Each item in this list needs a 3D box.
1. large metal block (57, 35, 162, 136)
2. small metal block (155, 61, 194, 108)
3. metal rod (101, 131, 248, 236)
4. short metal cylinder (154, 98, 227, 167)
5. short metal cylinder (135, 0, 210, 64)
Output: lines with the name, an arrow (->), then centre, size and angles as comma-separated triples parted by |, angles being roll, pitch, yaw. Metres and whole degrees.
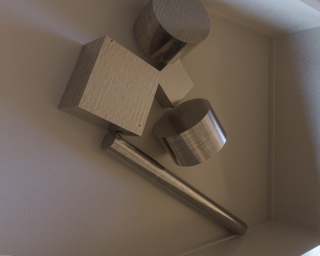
large metal block -> -0.054, -0.043, 0.347 | 0.080, 0.050, 0.080 | 28, 73, -37
small metal block -> 0.013, -0.062, 0.419 | 0.050, 0.025, 0.050 | -49, 119, -29
metal rod -> 0.039, 0.092, 0.441 | 0.301, 0.025, 0.025 | 38, 67, -34
short metal cylinder -> 0.040, 0.005, 0.406 | 0.080, 0.080, 0.050 | -48, 119, -30
short metal cylinder -> 0.015, -0.128, 0.389 | 0.081, 0.050, 0.080 | 11, 67, -27
